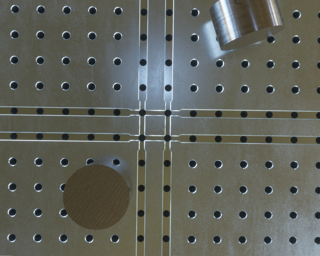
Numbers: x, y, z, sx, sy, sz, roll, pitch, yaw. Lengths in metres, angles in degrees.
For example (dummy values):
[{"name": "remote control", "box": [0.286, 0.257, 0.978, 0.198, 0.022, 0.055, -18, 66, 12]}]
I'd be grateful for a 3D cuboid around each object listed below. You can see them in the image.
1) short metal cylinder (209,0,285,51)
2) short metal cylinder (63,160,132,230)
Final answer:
[{"name": "short metal cylinder", "box": [0.108, -0.135, 0.387, 0.080, 0.080, 0.050, -16, 90, 0]}, {"name": "short metal cylinder", "box": [-0.077, 0.084, 0.400, 0.081, 0.050, 0.079, 0, 90, -1]}]
